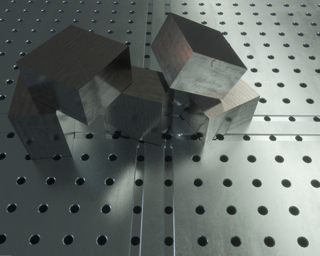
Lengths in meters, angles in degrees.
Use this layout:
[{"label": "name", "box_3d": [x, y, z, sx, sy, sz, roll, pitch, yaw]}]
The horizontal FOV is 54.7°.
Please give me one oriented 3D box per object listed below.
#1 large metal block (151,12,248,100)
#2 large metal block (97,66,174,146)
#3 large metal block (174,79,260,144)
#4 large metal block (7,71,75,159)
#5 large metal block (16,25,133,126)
[{"label": "large metal block", "box_3d": [0.045, -0.086, 0.375, 0.081, 0.050, 0.080, 8, 44, -32]}, {"label": "large metal block", "box_3d": [-0.028, -0.030, 0.396, 0.080, 0.080, 0.050, 15, 52, 11]}, {"label": "large metal block", "box_3d": [0.073, -0.037, 0.423, 0.081, 0.050, 0.080, -24, 54, -19]}, {"label": "large metal block", "box_3d": [-0.141, -0.019, 0.385, 0.050, 0.080, 0.080, -5, 50, -4]}, {"label": "large metal block", "box_3d": [-0.088, -0.060, 0.335, 0.080, 0.050, 0.080, 25, 54, 19]}]
